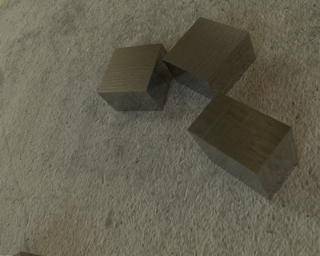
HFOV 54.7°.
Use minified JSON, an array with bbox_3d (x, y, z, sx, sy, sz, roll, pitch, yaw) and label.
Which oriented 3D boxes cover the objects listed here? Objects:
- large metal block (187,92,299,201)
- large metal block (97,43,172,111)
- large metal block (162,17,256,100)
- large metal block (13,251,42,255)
[{"bbox_3d":[0.085,0.019,0.312,0.080,0.080,0.050,34,81,38],"label":"large metal block"},{"bbox_3d":[-0.032,-0.071,0.449,0.080,0.050,0.080,2,63,29],"label":"large metal block"},{"bbox_3d":[0.065,-0.091,0.410,0.080,0.050,0.080,35,81,38],"label":"large metal block"},{"bbox_3d":[-0.168,0.202,0.353,0.080,0.050,0.080,-33,52,7],"label":"large metal block"}]
